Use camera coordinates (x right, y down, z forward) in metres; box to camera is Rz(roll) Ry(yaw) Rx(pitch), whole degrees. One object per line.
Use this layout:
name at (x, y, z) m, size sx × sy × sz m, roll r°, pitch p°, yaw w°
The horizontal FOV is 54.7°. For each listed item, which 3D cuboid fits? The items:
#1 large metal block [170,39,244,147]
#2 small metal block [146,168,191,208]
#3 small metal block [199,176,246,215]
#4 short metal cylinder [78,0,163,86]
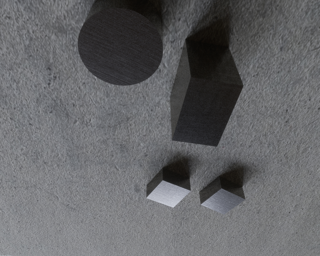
large metal block at (0.045, -0.039, 0.339) m, size 0.050 × 0.080 × 0.079 m, roll 8°, pitch 130°, yaw -7°
small metal block at (0.013, 0.095, 0.488) m, size 0.050 × 0.025 × 0.050 m, roll 24°, pitch 126°, yaw -20°
small metal block at (0.100, 0.110, 0.502) m, size 0.050 × 0.025 × 0.050 m, roll 27°, pitch 125°, yaw -22°
short metal cylinder at (-0.037, -0.090, 0.314) m, size 0.081 × 0.050 × 0.079 m, roll 0°, pitch 130°, yaw 0°
